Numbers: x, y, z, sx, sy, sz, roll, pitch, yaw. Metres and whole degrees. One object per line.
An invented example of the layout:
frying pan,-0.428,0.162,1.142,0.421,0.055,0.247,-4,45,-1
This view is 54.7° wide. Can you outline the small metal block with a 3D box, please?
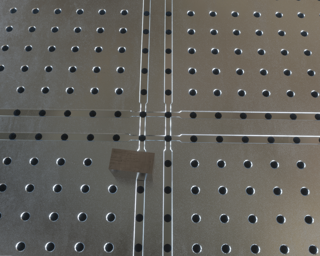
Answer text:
small metal block,-0.033,0.046,0.381,0.050,0.050,0.025,6,70,2
